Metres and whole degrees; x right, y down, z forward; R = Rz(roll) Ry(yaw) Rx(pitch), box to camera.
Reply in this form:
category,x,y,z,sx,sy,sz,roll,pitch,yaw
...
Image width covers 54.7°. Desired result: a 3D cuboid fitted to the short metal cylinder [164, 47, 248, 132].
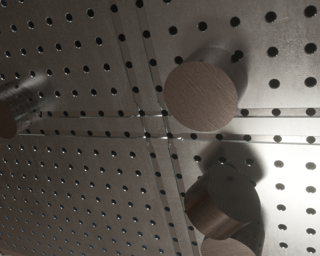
category,x,y,z,sx,sy,sz,roll,pitch,yaw
short metal cylinder,0.051,-0.043,0.341,0.080,0.050,0.079,13,124,20

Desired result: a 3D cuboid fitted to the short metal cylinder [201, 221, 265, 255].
category,x,y,z,sx,sy,sz,roll,pitch,yaw
short metal cylinder,0.104,0.165,0.442,0.080,0.050,0.079,13,124,20

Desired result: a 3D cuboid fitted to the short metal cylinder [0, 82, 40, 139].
category,x,y,z,sx,sy,sz,roll,pitch,yaw
short metal cylinder,-0.245,-0.029,0.503,0.080,0.050,0.079,13,124,20

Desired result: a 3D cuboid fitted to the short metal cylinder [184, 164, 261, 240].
category,x,y,z,sx,sy,sz,roll,pitch,yaw
short metal cylinder,0.078,0.093,0.391,0.080,0.080,0.050,37,129,3
